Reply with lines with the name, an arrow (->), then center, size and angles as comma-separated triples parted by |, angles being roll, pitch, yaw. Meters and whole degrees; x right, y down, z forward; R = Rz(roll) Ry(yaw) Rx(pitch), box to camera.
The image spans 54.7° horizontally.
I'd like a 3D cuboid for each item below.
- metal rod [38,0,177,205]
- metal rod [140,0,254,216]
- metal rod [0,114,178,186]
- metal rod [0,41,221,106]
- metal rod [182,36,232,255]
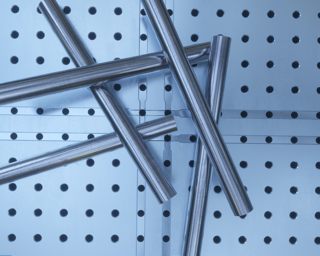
metal rod -> -0.070, -0.039, 0.393 | 0.025, 0.025, 0.299 | -32, 83, 0
metal rod -> 0.040, -0.037, 0.371 | 0.025, 0.025, 0.299 | -24, 90, 0
metal rod -> -0.124, 0.037, 0.411 | 0.302, 0.025, 0.025 | -17, 90, -1
metal rod -> -0.061, -0.068, 0.376 | 0.302, 0.025, 0.025 | -15, 90, -15
metal rod -> 0.058, 0.035, 0.400 | 0.025, 0.025, 0.298 | 7, 95, -1
